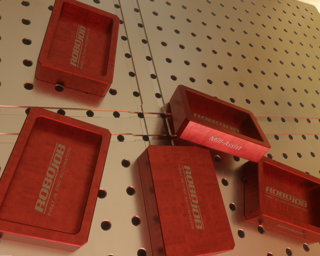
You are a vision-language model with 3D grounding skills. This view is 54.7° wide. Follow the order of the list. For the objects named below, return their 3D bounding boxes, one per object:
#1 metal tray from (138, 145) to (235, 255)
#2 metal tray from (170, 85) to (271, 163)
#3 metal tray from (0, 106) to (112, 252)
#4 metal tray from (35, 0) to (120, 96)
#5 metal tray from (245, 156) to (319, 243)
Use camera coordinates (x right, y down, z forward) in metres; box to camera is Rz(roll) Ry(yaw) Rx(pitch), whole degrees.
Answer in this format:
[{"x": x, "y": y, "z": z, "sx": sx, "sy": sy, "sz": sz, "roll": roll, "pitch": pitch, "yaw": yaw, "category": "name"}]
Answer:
[{"x": 0.029, "y": 0.086, "z": 0.370, "sx": 0.091, "sy": 0.030, "sz": 0.130, "roll": 3, "pitch": 60, "yaw": -27, "category": "metal tray"}, {"x": 0.082, "y": -0.007, "z": 0.435, "sx": 0.131, "sy": 0.030, "sz": 0.090, "roll": 18, "pitch": 33, "yaw": -18, "category": "metal tray"}, {"x": -0.108, "y": 0.049, "z": 0.317, "sx": 0.091, "sy": 0.030, "sz": 0.130, "roll": 19, "pitch": 54, "yaw": -18, "category": "metal tray"}, {"x": -0.106, "y": -0.112, "z": 0.416, "sx": 0.091, "sy": 0.030, "sz": 0.130, "roll": 14, "pitch": 56, "yaw": -21, "category": "metal tray"}, {"x": 0.184, "y": 0.101, "z": 0.444, "sx": 0.131, "sy": 0.030, "sz": 0.090, "roll": 22, "pitch": 53, "yaw": -16, "category": "metal tray"}]
